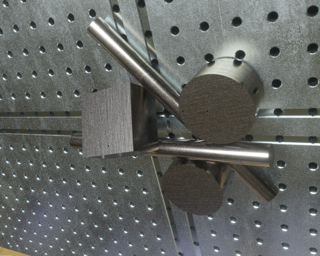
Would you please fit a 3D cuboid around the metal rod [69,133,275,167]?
[{"bbox_3d":[-0.009,0.024,0.404,0.300,0.025,0.025,2,120,34],"label":"metal rod"}]

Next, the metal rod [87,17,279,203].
[{"bbox_3d":[0.030,-0.020,0.379,0.300,0.025,0.025,44,129,-3],"label":"metal rod"}]

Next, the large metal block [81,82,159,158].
[{"bbox_3d":[-0.051,-0.005,0.391,0.080,0.050,0.080,-10,79,33],"label":"large metal block"}]

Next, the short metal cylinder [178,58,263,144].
[{"bbox_3d":[0.067,-0.030,0.337,0.080,0.050,0.079,13,124,21],"label":"short metal cylinder"}]

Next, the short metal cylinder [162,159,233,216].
[{"bbox_3d":[0.050,0.067,0.405,0.080,0.050,0.079,13,124,21],"label":"short metal cylinder"}]
